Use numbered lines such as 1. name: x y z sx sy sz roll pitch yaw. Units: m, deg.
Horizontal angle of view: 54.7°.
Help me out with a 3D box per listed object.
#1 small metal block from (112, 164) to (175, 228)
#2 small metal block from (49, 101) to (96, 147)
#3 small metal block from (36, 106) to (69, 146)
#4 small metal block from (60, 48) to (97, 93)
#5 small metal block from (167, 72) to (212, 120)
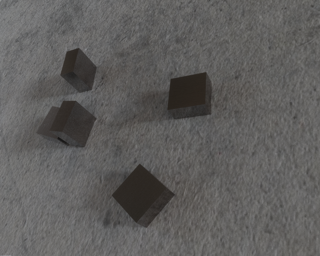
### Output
1. small metal block: -0.020 0.079 0.365 0.050 0.025 0.050 -48 52 -6
2. small metal block: -0.127 -0.006 0.456 0.025 0.050 0.050 3 63 29
3. small metal block: -0.157 -0.004 0.486 0.050 0.025 0.050 12 68 32
4. small metal block: -0.134 -0.095 0.514 0.025 0.050 0.050 -10 58 23
5. small metal block: 0.040 -0.042 0.408 0.050 0.025 0.050 -7 58 24
